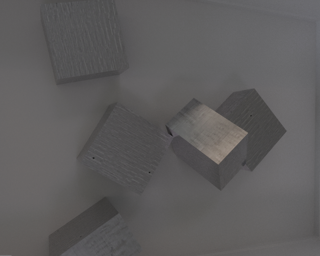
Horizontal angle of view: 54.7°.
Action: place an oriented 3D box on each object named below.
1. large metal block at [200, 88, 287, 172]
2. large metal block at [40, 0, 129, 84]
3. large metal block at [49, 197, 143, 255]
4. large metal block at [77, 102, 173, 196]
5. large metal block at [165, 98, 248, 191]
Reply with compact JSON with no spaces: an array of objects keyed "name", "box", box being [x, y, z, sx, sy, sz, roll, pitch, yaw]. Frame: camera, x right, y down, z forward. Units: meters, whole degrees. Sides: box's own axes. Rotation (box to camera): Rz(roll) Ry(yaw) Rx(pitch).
[{"name":"large metal block","box":[0.117,0.003,0.440,0.080,0.050,0.080,-45,104,-14]},{"name":"large metal block","box":[-0.089,-0.100,0.364,0.081,0.050,0.080,-13,95,-20]},{"name":"large metal block","box":[-0.076,0.131,0.353,0.080,0.080,0.050,-33,101,-17]},{"name":"large metal block","box":[-0.044,0.025,0.381,0.080,0.050,0.080,33,80,-17]},{"name":"large metal block","box":[0.059,0.021,0.385,0.050,0.080,0.080,-44,59,-15]}]
